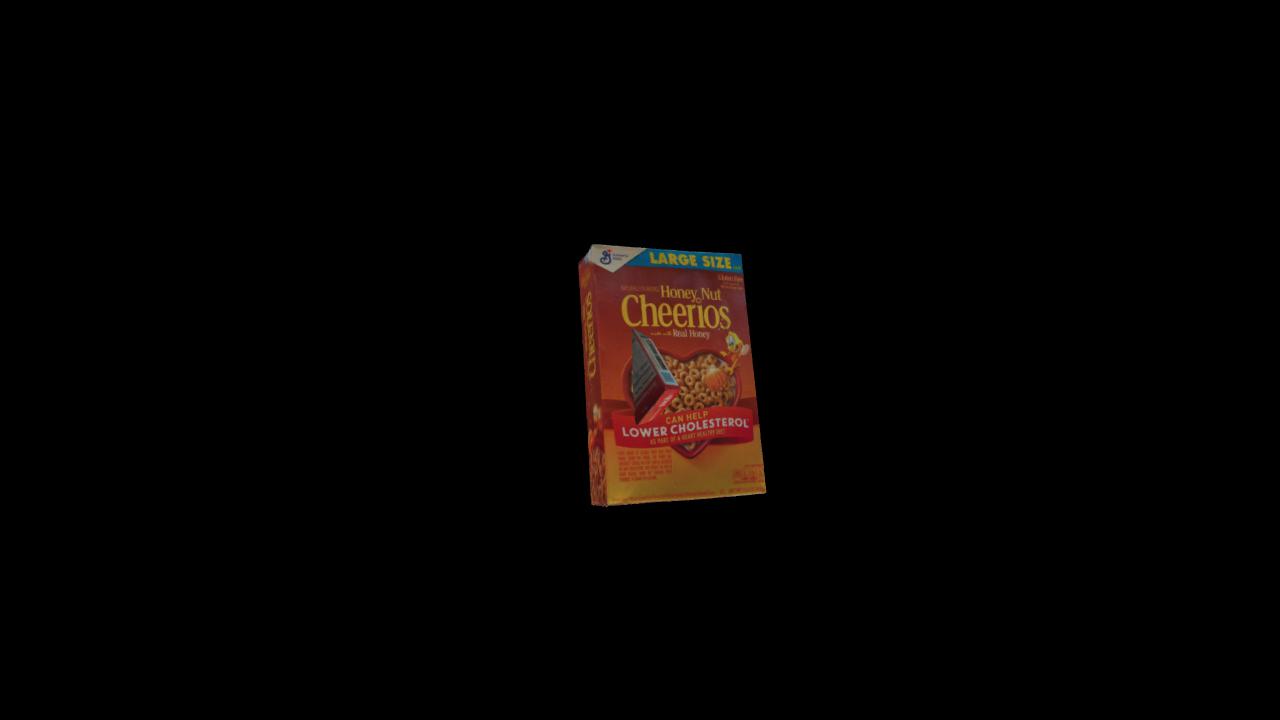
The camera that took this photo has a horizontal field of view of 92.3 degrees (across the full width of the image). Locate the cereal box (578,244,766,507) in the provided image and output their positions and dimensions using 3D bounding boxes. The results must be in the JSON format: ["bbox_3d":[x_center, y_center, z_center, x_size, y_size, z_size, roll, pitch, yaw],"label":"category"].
[{"bbox_3d":[0.036,0.016,0.750,0.203,0.306,0.081,1,-12,-21],"label":"cereal box"}]

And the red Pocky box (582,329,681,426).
[{"bbox_3d":[-0.014,0.005,0.723,0.028,0.155,0.083,9,-49,-41],"label":"red Pocky box"}]
